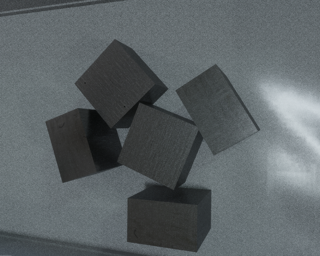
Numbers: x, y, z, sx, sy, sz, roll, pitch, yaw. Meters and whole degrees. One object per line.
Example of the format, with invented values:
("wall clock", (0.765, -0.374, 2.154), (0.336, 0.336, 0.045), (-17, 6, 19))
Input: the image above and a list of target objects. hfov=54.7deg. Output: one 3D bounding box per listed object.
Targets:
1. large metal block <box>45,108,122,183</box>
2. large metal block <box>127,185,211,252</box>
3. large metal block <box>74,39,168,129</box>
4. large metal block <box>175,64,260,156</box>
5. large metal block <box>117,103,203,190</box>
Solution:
("large metal block", (-0.095, 0.021, 0.412), (0.050, 0.080, 0.080), (-20, 84, 19))
("large metal block", (0.015, 0.105, 0.375), (0.080, 0.080, 0.050), (1, 91, 19))
("large metal block", (-0.051, -0.056, 0.412), (0.080, 0.050, 0.080), (-44, 77, 14))
("large metal block", (0.070, -0.019, 0.354), (0.050, 0.080, 0.080), (-32, 80, 17))
("large metal block", (0.004, 0.021, 0.394), (0.080, 0.050, 0.080), (24, 98, 18))
